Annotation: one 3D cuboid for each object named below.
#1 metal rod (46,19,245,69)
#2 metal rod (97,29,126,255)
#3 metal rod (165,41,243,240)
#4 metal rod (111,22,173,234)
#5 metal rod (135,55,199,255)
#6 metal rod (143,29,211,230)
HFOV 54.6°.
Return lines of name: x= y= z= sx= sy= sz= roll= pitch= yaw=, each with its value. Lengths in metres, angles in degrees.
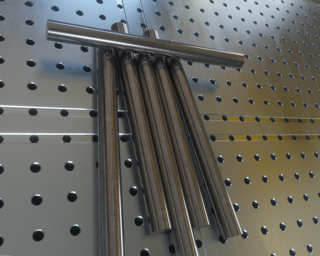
metal rod: x=-0.002 y=-0.115 z=0.444 sx=0.302 sy=0.025 sz=0.025 roll=2 pitch=61 yaw=-27
metal rod: x=-0.062 y=-0.002 z=0.374 sx=0.025 sy=0.025 sz=0.299 roll=7 pitch=59 yaw=-25
metal rod: x=0.050 y=0.000 z=0.435 sx=0.025 sy=0.025 sz=0.299 roll=-2 pitch=63 yaw=-29
metal rod: x=-0.030 y=-0.018 z=0.403 sx=0.025 sy=0.025 sz=0.299 roll=1 pitch=61 yaw=-28
metal rod: x=0.005 y=0.031 z=0.391 sx=0.025 sy=0.025 sz=0.299 roll=1 pitch=62 yaw=-28
metal rod: x=0.016 y=-0.015 z=0.427 sx=0.025 sy=0.025 sz=0.299 roll=1 pitch=61 yaw=-28
